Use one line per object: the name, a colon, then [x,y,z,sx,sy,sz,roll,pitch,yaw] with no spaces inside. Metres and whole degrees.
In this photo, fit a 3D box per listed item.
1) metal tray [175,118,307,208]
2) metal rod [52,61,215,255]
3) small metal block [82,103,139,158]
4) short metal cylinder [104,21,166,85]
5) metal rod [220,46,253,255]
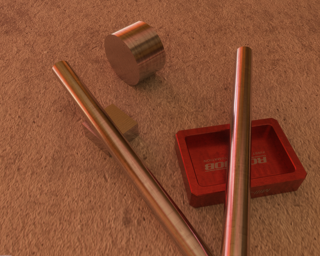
metal tray: [0.090,0.038,0.368,0.131,0.030,0.090,-8,50,-7]
metal rod: [-0.043,0.026,0.352,0.025,0.025,0.300,-30,65,-22]
small metal block: [-0.063,0.002,0.401,0.050,0.025,0.050,37,59,27]
short metal cylinder: [-0.038,-0.110,0.460,0.050,0.080,0.080,-36,59,-26]
metal rod: [0.094,0.003,0.361,0.025,0.025,0.300,9,50,7]
